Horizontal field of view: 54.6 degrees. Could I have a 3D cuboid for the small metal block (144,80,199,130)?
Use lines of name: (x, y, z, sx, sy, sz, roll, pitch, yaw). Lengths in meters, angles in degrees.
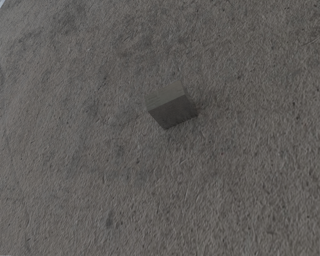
small metal block: (0.015, -0.028, 0.398, 0.050, 0.050, 0.025, -24, 53, 14)
